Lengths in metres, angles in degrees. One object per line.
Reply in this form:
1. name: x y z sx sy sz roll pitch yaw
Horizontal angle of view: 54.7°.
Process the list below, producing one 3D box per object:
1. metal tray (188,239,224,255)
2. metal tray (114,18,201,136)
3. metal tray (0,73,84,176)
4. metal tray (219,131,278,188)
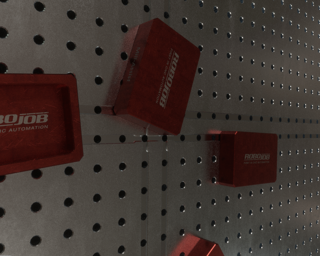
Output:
1. metal tray: 0.075 0.248 0.472 0.090 0.030 0.130 -41 115 -32
2. metal tray: 0.000 -0.064 0.408 0.090 0.030 0.130 25 74 -38
3. metal tray: -0.141 -0.004 0.288 0.131 0.030 0.089 -8 95 -40
4. metal tray: 0.158 0.052 0.541 0.131 0.030 0.089 4 88 -40
